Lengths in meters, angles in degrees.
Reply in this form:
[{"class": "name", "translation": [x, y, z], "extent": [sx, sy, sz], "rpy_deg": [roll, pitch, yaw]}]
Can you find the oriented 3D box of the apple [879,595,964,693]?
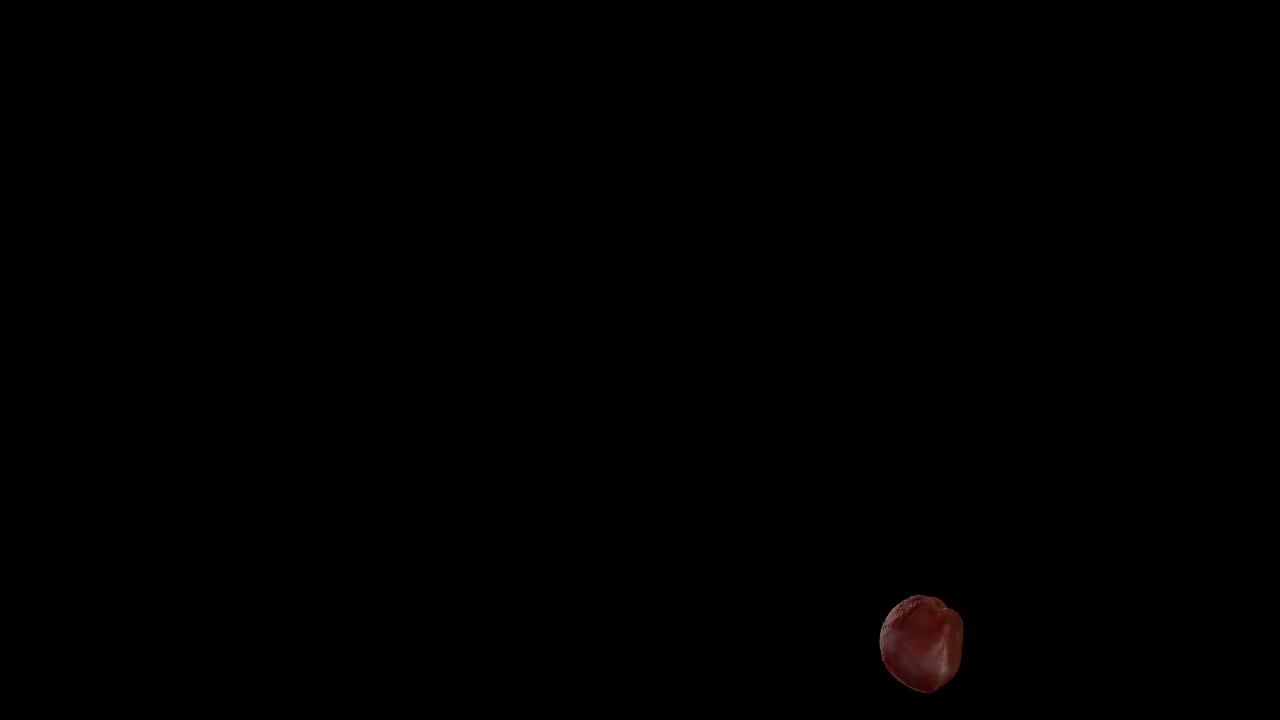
[{"class": "apple", "translation": [0.291, 0.293, 0.638], "extent": [0.079, 0.093, 0.079], "rpy_deg": [16, 8, -2]}]
